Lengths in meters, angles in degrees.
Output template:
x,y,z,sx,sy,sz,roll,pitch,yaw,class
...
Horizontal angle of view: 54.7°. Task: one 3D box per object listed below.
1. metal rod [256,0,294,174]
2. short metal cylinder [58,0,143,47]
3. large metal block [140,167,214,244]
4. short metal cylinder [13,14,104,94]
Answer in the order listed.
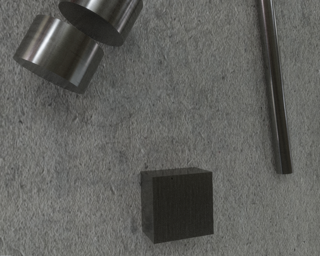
x,y,z,sx,sy,sz,roll,pitch,yaw,class
0.174,-0.079,0.473,0.025,0.025,0.298,-9,93,-20,metal rod
-0.067,-0.138,0.355,0.080,0.080,0.050,29,81,-18,short metal cylinder
0.021,0.097,0.404,0.081,0.050,0.080,-2,91,-20,large metal block
-0.109,-0.078,0.339,0.080,0.080,0.050,27,81,-18,short metal cylinder
